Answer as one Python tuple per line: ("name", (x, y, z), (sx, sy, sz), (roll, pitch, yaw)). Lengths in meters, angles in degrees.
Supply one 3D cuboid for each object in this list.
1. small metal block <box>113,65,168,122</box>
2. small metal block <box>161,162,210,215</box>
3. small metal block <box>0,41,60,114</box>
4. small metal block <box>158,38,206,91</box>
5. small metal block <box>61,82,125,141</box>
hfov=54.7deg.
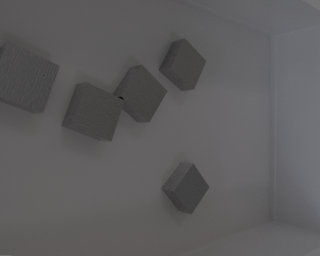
("small metal block", (-0.025, -0.042, 0.385), (0.050, 0.025, 0.050), (43, 64, -32))
("small metal block", (0.037, 0.084, 0.438), (0.050, 0.025, 0.050), (-50, 120, -28))
("small metal block", (-0.132, -0.046, 0.296), (0.050, 0.025, 0.050), (24, 75, -37))
("small metal block", (0.032, -0.087, 0.433), (0.050, 0.025, 0.050), (37, 67, -34))
("small metal block", (-0.074, -0.017, 0.345), (0.050, 0.025, 0.050), (25, 74, -37))
